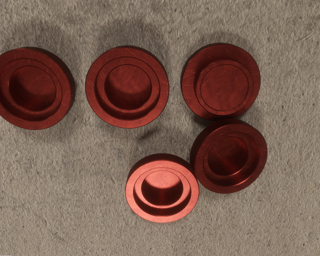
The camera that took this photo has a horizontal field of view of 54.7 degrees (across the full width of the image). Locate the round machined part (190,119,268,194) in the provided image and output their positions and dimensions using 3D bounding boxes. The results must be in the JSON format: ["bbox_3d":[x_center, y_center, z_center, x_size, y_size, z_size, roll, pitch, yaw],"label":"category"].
[{"bbox_3d":[0.086,0.034,0.408,0.099,0.042,0.097,-4,110,-12],"label":"round machined part"}]

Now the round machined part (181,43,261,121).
[{"bbox_3d":[0.075,-0.054,0.382,0.099,0.042,0.097,0,110,-1],"label":"round machined part"}]

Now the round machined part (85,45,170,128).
[{"bbox_3d":[-0.038,-0.052,0.381,0.099,0.042,0.097,0,110,-1],"label":"round machined part"}]

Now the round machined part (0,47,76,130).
[{"bbox_3d":[-0.153,-0.050,0.380,0.099,0.042,0.097,0,110,-1],"label":"round machined part"}]

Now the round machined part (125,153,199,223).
[{"bbox_3d":[0.003,0.078,0.429,0.099,0.042,0.097,0,111,0],"label":"round machined part"}]
